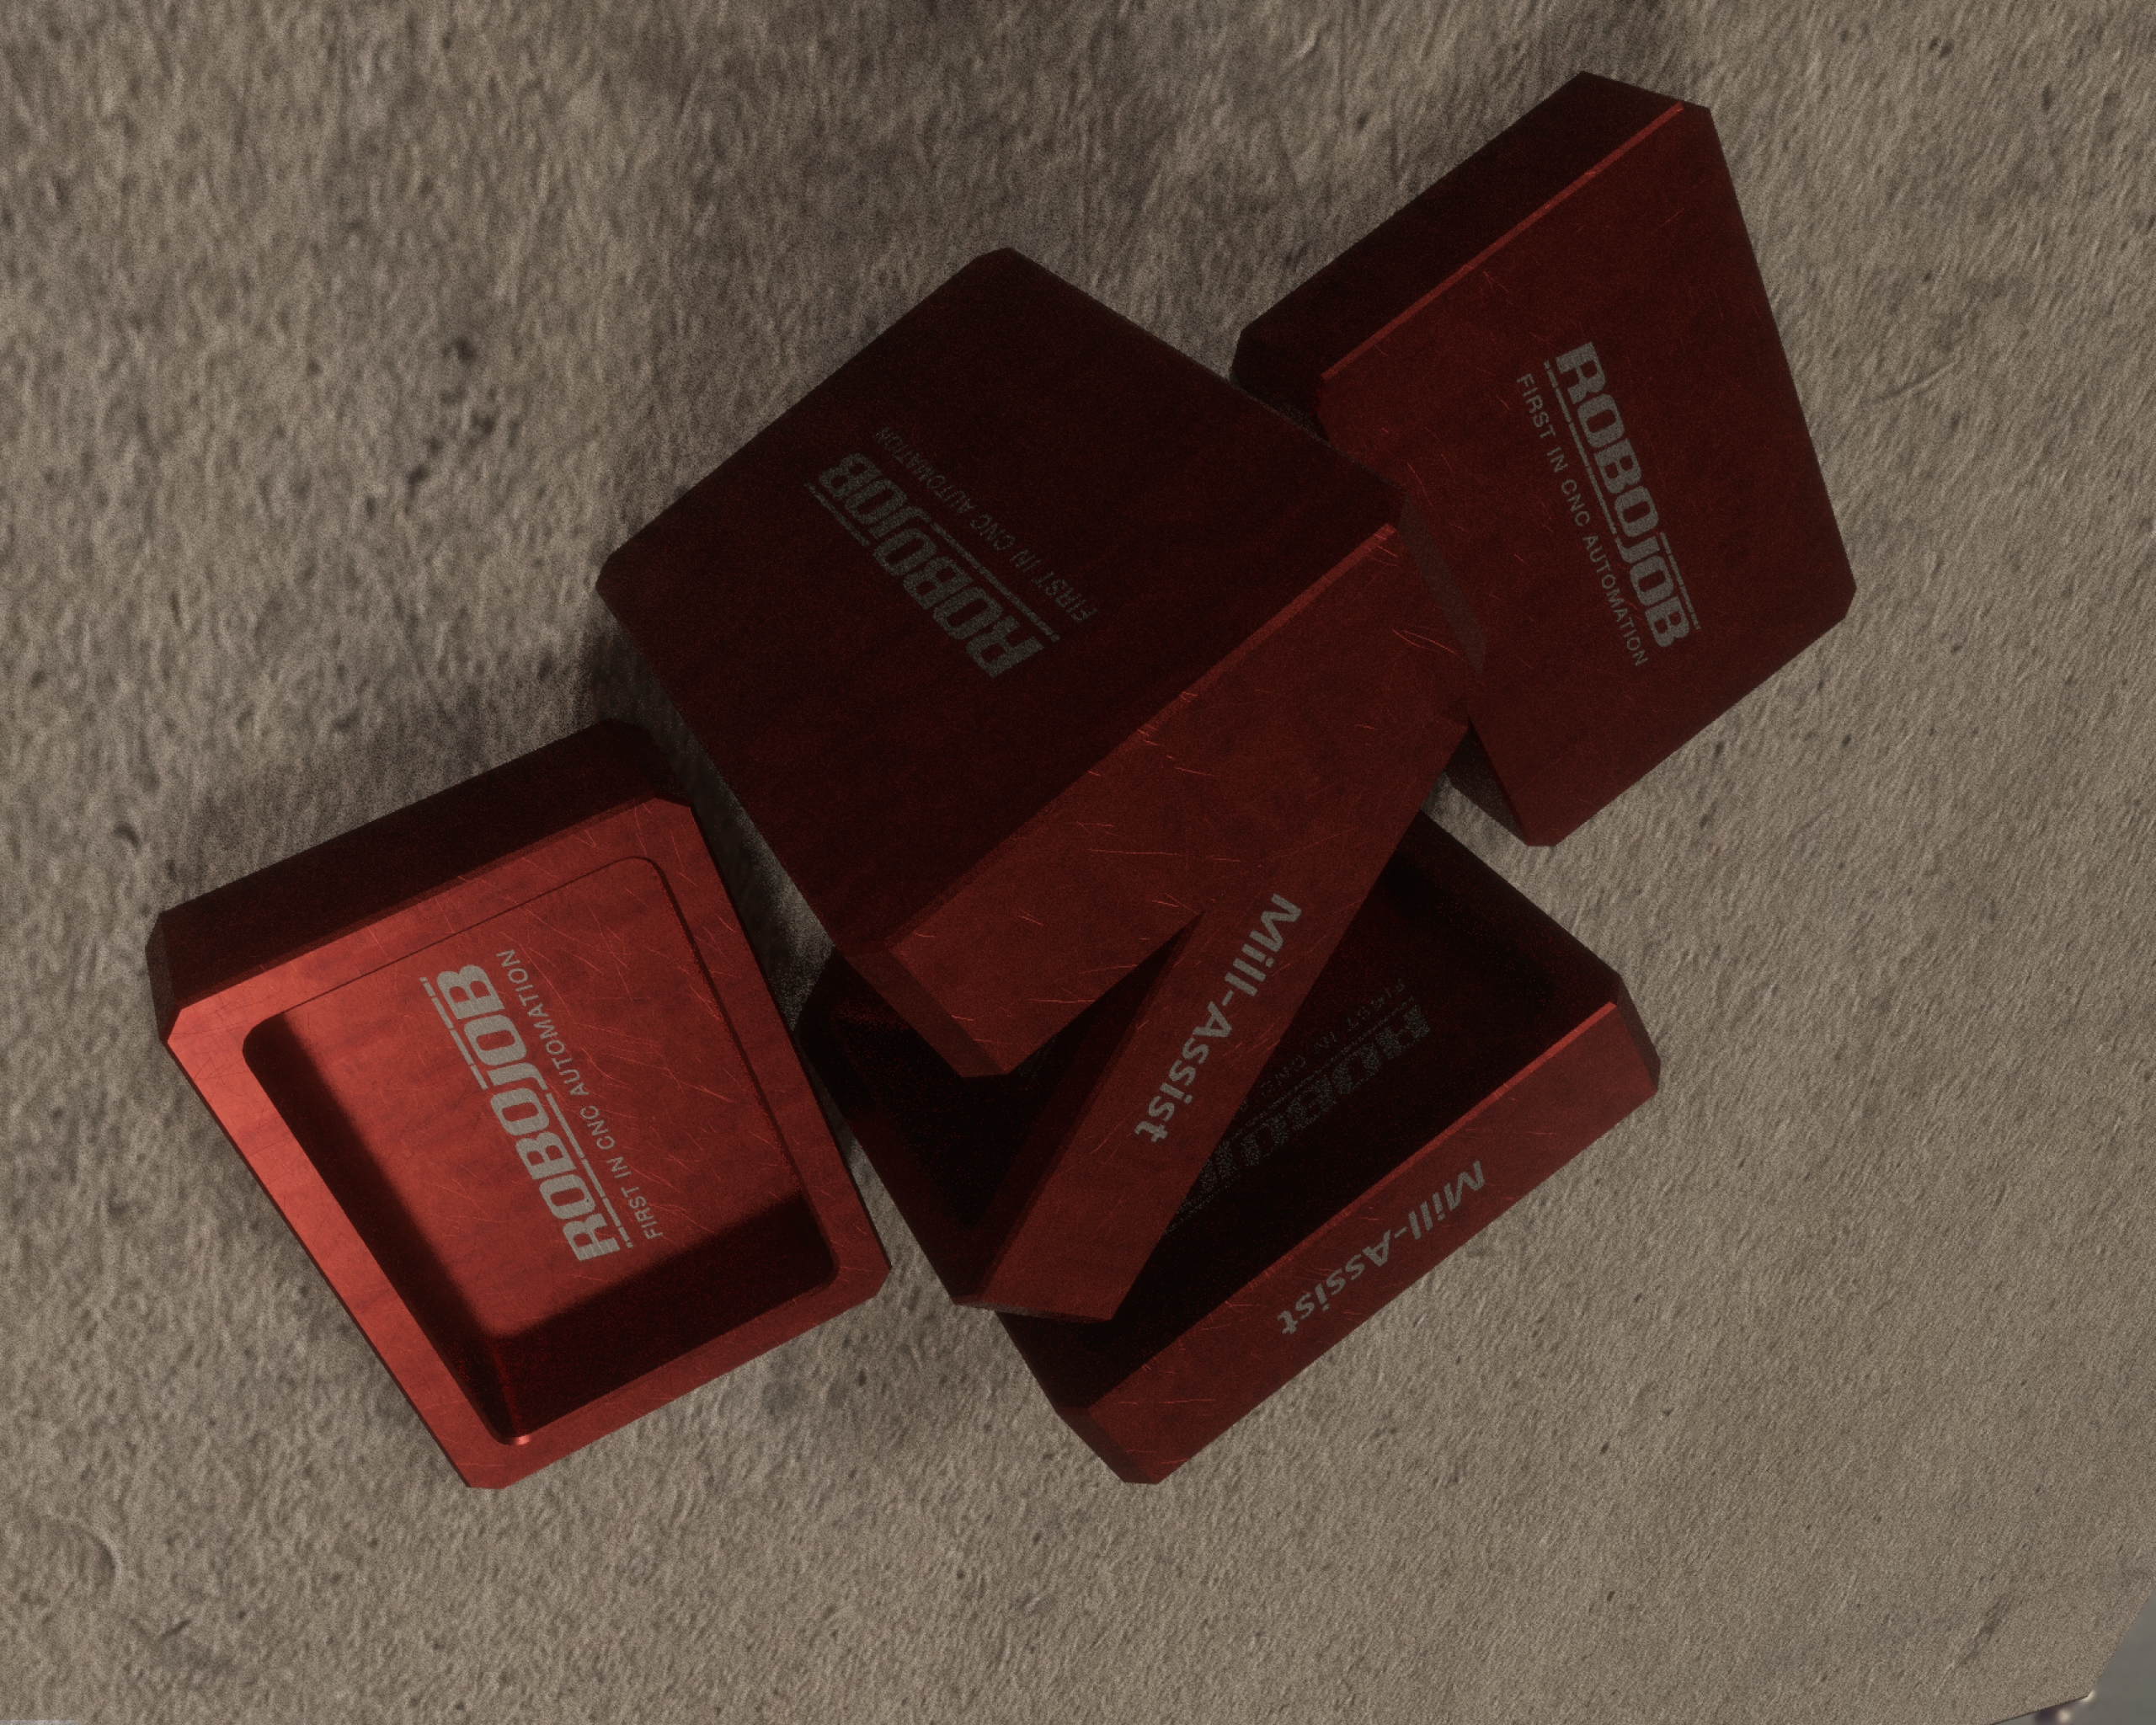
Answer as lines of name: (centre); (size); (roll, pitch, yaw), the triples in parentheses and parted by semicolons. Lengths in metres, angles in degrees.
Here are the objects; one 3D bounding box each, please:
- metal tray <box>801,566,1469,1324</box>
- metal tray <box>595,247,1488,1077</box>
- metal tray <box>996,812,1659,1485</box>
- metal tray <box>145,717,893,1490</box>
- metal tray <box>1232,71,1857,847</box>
metal tray: (0.004, 0.004, 0.372); (0.030, 0.090, 0.129); (18, 109, -36)
metal tray: (-0.013, -0.038, 0.311); (0.090, 0.130, 0.030); (-40, 130, -2)
metal tray: (0.037, 0.050, 0.419); (0.130, 0.090, 0.030); (-37, 130, -4)
metal tray: (-0.096, 0.048, 0.383); (0.091, 0.030, 0.129); (-26, 128, -13)
metal tray: (0.097, -0.075, 0.414); (0.090, 0.030, 0.130); (-38, 130, -3)
